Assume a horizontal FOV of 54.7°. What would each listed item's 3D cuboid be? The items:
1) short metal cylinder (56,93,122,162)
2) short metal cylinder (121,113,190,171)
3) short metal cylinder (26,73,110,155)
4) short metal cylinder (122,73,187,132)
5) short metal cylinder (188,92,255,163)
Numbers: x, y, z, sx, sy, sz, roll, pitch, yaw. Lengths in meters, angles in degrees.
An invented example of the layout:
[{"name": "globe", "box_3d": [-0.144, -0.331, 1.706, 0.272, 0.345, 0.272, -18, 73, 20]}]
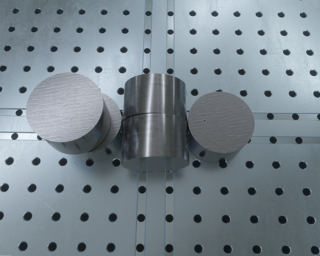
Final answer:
[{"name": "short metal cylinder", "box_3d": [-0.087, -0.001, 0.398, 0.081, 0.050, 0.080, 0, 70, 0]}, {"name": "short metal cylinder", "box_3d": [-0.006, 0.020, 0.375, 0.081, 0.080, 0.050, -1, 70, -1]}, {"name": "short metal cylinder", "box_3d": [-0.100, -0.015, 0.348, 0.081, 0.050, 0.080, 0, 70, 0]}, {"name": "short metal cylinder", "box_3d": [-0.006, -0.028, 0.393, 0.081, 0.080, 0.050, 1, 71, 0]}, {"name": "short metal cylinder", "box_3d": [0.074, 0.000, 0.398, 0.081, 0.050, 0.080, 0, 70, 0]}]
